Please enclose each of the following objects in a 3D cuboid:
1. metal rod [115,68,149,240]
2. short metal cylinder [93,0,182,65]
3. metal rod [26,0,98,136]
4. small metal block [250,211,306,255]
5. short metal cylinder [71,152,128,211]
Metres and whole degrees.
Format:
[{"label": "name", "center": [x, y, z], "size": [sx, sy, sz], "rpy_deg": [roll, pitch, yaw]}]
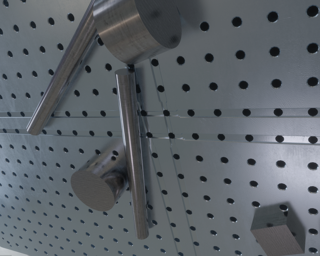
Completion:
[{"label": "metal rod", "center": [-0.038, 0.057, 0.466], "size": [0.025, 0.025, 0.298], "rpy_deg": [11, 123, 22]}, {"label": "short metal cylinder", "center": [-0.021, -0.111, 0.318], "size": [0.050, 0.080, 0.080], "rpy_deg": [-14, 111, 34]}, {"label": "metal rod", "center": [-0.130, -0.079, 0.430], "size": [0.025, 0.025, 0.298], "rpy_deg": [44, 129, -2]}, {"label": "small metal block", "center": [0.159, 0.143, 0.416], "size": [0.050, 0.025, 0.050], "rpy_deg": [-25, 105, 37]}, {"label": "short metal cylinder", "center": [-0.095, 0.086, 0.498], "size": [0.080, 0.050, 0.079], "rpy_deg": [13, 124, 20]}]
